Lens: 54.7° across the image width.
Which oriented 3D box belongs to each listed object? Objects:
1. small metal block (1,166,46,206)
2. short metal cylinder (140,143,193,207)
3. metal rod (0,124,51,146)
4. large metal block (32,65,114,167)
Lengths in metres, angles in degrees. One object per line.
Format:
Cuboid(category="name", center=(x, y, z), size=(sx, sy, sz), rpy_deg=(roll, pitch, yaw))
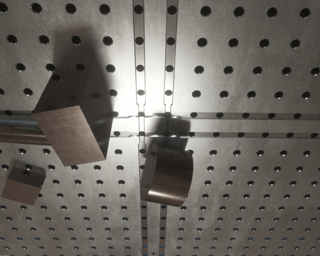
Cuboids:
Cuboid(category="small metal block", center=(-0.214, 0.092, 0.487), size=(0.050, 0.025, 0.050), rpy_deg=(22, 127, -18))
Cuboid(category="short metal cylinder", center=(0.008, 0.066, 0.432), size=(0.050, 0.080, 0.079), rpy_deg=(14, 129, -12))
Cuboid(category="metal rod", center=(-0.233, 0.005, 0.412), size=(0.302, 0.025, 0.025), rpy_deg=(4, 130, -4))
Cuboid(category="large metal block", center=(-0.095, -0.014, 0.362), size=(0.050, 0.080, 0.080), rpy_deg=(-10, 130, 8))
